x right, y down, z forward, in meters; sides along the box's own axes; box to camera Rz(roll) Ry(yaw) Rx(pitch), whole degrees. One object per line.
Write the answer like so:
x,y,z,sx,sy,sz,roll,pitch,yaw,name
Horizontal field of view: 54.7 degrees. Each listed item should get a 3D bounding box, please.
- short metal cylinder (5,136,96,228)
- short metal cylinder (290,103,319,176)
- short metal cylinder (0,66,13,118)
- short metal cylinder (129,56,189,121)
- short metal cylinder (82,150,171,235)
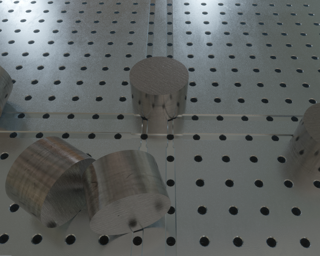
-0.109,0.055,0.324,0.050,0.080,0.080,28,55,21,short metal cylinder
0.209,0.014,0.381,0.081,0.050,0.080,0,50,0,short metal cylinder
-0.246,-0.049,0.412,0.081,0.080,0.050,-1,50,-1,short metal cylinder
-0.001,-0.057,0.439,0.081,0.050,0.080,0,50,0,short metal cylinder
-0.035,0.067,0.315,0.081,0.080,0.050,-14,52,-11,short metal cylinder
